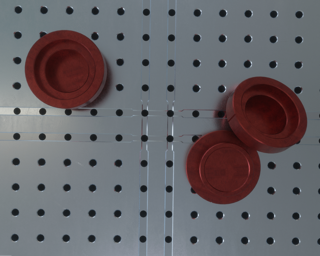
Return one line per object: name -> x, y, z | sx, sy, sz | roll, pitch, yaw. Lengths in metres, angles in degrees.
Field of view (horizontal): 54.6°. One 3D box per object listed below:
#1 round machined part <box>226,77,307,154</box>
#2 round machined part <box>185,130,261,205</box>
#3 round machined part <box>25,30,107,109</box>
round machined part -> 0.129, -0.013, 0.392 | 0.099, 0.042, 0.098 | 6, 63, -11
round machined part -> 0.083, 0.052, 0.405 | 0.099, 0.042, 0.097 | 0, 90, 0
round machined part -> -0.118, -0.073, 0.404 | 0.099, 0.042, 0.097 | 0, 90, 0
